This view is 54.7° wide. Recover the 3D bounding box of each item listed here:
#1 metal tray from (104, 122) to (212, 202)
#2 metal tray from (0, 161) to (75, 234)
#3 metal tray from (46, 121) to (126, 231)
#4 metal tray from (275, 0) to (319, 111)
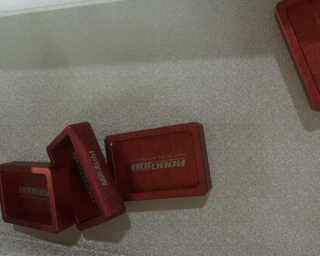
[{"bbox_3d":[-0.004,0.046,0.408,0.130,0.030,0.089,-9,87,19],"label":"metal tray"},{"bbox_3d":[-0.184,0.096,0.450,0.130,0.030,0.089,-3,95,33],"label":"metal tray"},{"bbox_3d":[-0.104,0.067,0.421,0.090,0.030,0.130,-33,78,45],"label":"metal tray"},{"bbox_3d":[0.193,-0.093,0.340,0.090,0.030,0.129,-21,83,18],"label":"metal tray"}]
